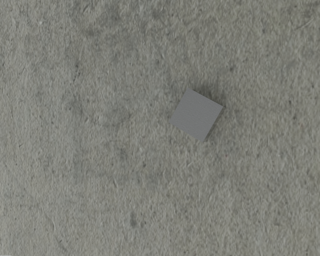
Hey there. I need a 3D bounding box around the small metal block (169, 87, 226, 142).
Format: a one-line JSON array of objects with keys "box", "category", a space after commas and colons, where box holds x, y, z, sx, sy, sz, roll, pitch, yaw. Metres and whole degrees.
[{"box": [0.047, -0.016, 0.392, 0.050, 0.025, 0.050, 31, 100, 17], "category": "small metal block"}]
